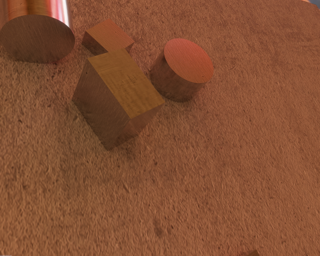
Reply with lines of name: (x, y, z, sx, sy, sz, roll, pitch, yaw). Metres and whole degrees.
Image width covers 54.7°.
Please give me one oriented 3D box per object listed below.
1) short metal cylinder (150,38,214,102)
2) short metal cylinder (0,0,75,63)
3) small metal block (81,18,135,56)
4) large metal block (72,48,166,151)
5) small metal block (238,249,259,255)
short metal cylinder: (0.031, -0.085, 0.458, 0.081, 0.050, 0.080, 14, 56, -21)
short metal cylinder: (-0.145, -0.122, 0.365, 0.081, 0.080, 0.050, 0, 62, -29)
small metal block: (-0.073, -0.122, 0.440, 0.050, 0.025, 0.050, 43, 51, 1)
large metal block: (-0.052, -0.032, 0.361, 0.050, 0.080, 0.080, -29, 78, -38)
small metal block: (0.098, 0.175, 0.352, 0.050, 0.025, 0.050, -15, 70, -34)
